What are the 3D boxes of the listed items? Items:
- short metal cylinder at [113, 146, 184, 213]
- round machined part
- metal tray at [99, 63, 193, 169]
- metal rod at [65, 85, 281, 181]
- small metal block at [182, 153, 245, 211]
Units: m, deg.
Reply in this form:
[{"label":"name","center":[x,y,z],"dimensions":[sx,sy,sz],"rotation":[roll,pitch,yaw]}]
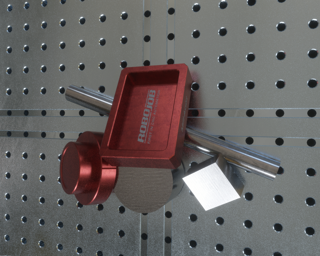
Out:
[{"label":"short metal cylinder","center":[-0.014,0.064,0.400],"dimensions":[0.080,0.050,0.079],"rotation":[0,90,20]},{"label":"round machined part","center":[-0.100,0.052,0.410],"dimensions":[0.098,0.042,0.097],"rotation":[-9,78,52]},{"label":"metal tray","center":[-0.014,-0.017,0.379],"dimensions":[0.090,0.030,0.130],"rotation":[0,61,19]},{"label":"metal rod","center":[0.003,-0.001,0.407],"dimensions":[0.301,0.025,0.025],"rotation":[21,97,18]},{"label":"small metal block","center":[0.064,0.065,0.374],"dimensions":[0.050,0.025,0.050],"rotation":[-33,95,33]}]
